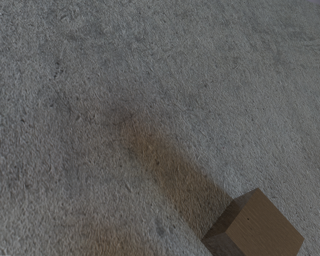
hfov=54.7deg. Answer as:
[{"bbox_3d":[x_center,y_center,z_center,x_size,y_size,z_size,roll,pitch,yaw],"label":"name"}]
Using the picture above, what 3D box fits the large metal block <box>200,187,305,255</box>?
[{"bbox_3d":[0.110,0.132,0.366,0.080,0.050,0.080,49,51,6],"label":"large metal block"}]
